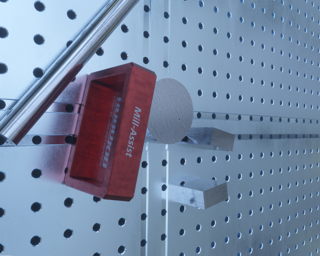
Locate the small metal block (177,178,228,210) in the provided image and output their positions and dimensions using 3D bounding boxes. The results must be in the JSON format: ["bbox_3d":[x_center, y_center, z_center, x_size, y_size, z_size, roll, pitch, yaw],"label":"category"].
[{"bbox_3d":[0.061,0.093,0.447,0.050,0.050,0.025,-10,97,-40],"label":"small metal block"}]

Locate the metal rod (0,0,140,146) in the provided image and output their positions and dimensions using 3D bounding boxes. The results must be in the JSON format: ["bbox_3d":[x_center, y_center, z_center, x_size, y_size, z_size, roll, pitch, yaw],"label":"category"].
[{"bbox_3d":[-0.072,-0.107,0.350,0.025,0.025,0.300,47,62,-30],"label":"metal rod"}]

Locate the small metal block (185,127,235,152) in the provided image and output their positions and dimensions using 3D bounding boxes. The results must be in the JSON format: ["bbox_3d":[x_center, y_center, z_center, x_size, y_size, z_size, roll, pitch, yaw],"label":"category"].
[{"bbox_3d":[0.074,0.017,0.457,0.050,0.050,0.025,17,79,-39],"label":"small metal block"}]

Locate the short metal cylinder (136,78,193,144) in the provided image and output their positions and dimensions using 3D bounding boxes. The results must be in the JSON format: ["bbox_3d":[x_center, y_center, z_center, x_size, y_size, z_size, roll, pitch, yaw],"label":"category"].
[{"bbox_3d":[-0.004,-0.020,0.392,0.081,0.050,0.079,0,90,-40],"label":"short metal cylinder"}]

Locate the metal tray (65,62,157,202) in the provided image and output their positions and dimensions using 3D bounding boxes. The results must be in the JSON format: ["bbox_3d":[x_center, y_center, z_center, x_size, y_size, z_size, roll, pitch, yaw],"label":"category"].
[{"bbox_3d":[-0.054,0.003,0.323,0.030,0.090,0.129,18,79,-39],"label":"metal tray"}]
